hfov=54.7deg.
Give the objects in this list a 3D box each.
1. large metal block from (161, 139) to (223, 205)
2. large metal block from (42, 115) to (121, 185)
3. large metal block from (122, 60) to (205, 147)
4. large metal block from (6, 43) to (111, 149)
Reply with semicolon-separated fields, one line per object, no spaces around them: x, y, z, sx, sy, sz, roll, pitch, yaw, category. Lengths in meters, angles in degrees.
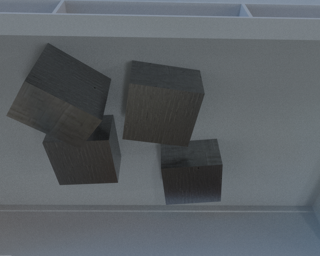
0.045;0.064;0.448;0.080;0.050;0.080;-4;130;3;large metal block
-0.100;0.030;0.417;0.081;0.050;0.079;-3;130;1;large metal block
0.001;-0.028;0.369;0.081;0.050;0.079;7;130;-7;large metal block
-0.106;-0.036;0.341;0.080;0.080;0.050;29;124;-23;large metal block
